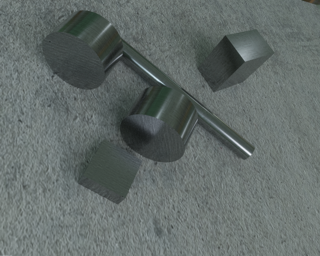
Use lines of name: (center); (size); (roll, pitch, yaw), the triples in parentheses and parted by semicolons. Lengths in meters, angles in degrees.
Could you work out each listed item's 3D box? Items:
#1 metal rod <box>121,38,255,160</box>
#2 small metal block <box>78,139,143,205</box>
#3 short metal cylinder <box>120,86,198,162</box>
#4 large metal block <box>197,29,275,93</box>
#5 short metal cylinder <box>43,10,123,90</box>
metal rod: (0.013, -0.057, 0.447); (0.300, 0.025, 0.025); (39, 51, -2)
small metal block: (-0.055, 0.049, 0.346); (0.050, 0.025, 0.050); (31, 52, -9)
short metal cylinder: (-0.001, -0.004, 0.372); (0.080, 0.080, 0.050); (33, 51, -7)
large metal block: (0.122, -0.109, 0.503); (0.081, 0.080, 0.050); (-22, 74, -36)
short metal cylinder: (-0.092, -0.094, 0.377); (0.080, 0.080, 0.050); (32, 51, -8)
